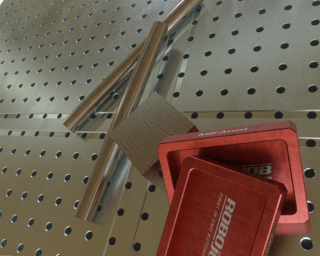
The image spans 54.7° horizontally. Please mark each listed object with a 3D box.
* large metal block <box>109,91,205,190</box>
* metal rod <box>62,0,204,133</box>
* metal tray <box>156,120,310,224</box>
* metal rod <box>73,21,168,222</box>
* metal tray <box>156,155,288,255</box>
[{"bbox_3d":[-0.002,0.014,0.384,0.080,0.050,0.080,-44,51,-2],"label":"large metal block"},{"bbox_3d":[-0.040,-0.109,0.494,0.300,0.025,0.025,-47,52,-5],"label":"metal rod"},{"bbox_3d":[0.070,0.047,0.305,0.130,0.030,0.089,-8,101,23],"label":"metal tray"},{"bbox_3d":[-0.048,-0.021,0.431,0.025,0.025,0.299,9,70,32],"label":"metal rod"},{"bbox_3d":[0.050,0.099,0.282,0.090,0.030,0.129,18,94,31],"label":"metal tray"}]
